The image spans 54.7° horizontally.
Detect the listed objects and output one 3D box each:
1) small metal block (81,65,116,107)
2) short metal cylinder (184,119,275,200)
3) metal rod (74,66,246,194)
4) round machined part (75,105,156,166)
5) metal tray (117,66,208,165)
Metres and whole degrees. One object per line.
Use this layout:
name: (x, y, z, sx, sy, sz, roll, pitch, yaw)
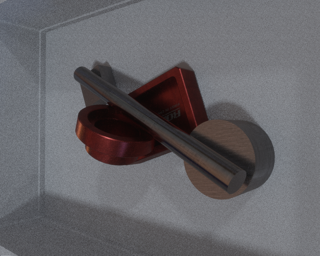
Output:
small metal block: (-0.095, -0.063, 0.481, 0.050, 0.025, 0.050, -28, 73, 36)
short metal cylinder: (0.072, 0.031, 0.328, 0.080, 0.050, 0.079, 0, 90, 39)
metal rod: (-0.025, -0.017, 0.371, 0.300, 0.025, 0.025, 35, 111, 41)
round machined part: (-0.055, 0.011, 0.383, 0.098, 0.099, 0.042, 34, 119, 34)
metal tray: (-0.005, -0.011, 0.403, 0.130, 0.030, 0.090, -24, 75, 37)
